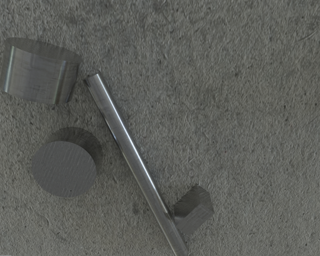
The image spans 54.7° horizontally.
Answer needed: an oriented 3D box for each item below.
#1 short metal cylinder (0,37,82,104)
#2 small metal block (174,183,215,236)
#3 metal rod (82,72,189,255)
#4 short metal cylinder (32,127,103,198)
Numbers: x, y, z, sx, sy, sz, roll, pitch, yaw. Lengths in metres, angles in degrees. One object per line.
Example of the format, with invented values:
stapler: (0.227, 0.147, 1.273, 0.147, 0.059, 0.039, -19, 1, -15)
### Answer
short metal cylinder: (-0.136, -0.066, 0.355, 0.080, 0.080, 0.050, 17, 109, -6)
small metal block: (0.047, 0.115, 0.439, 0.025, 0.050, 0.050, 39, 105, -13)
metal rod: (-0.026, 0.064, 0.432, 0.025, 0.025, 0.299, -22, 109, 8)
short metal cylinder: (-0.120, 0.044, 0.412, 0.081, 0.050, 0.079, 0, 110, 0)
